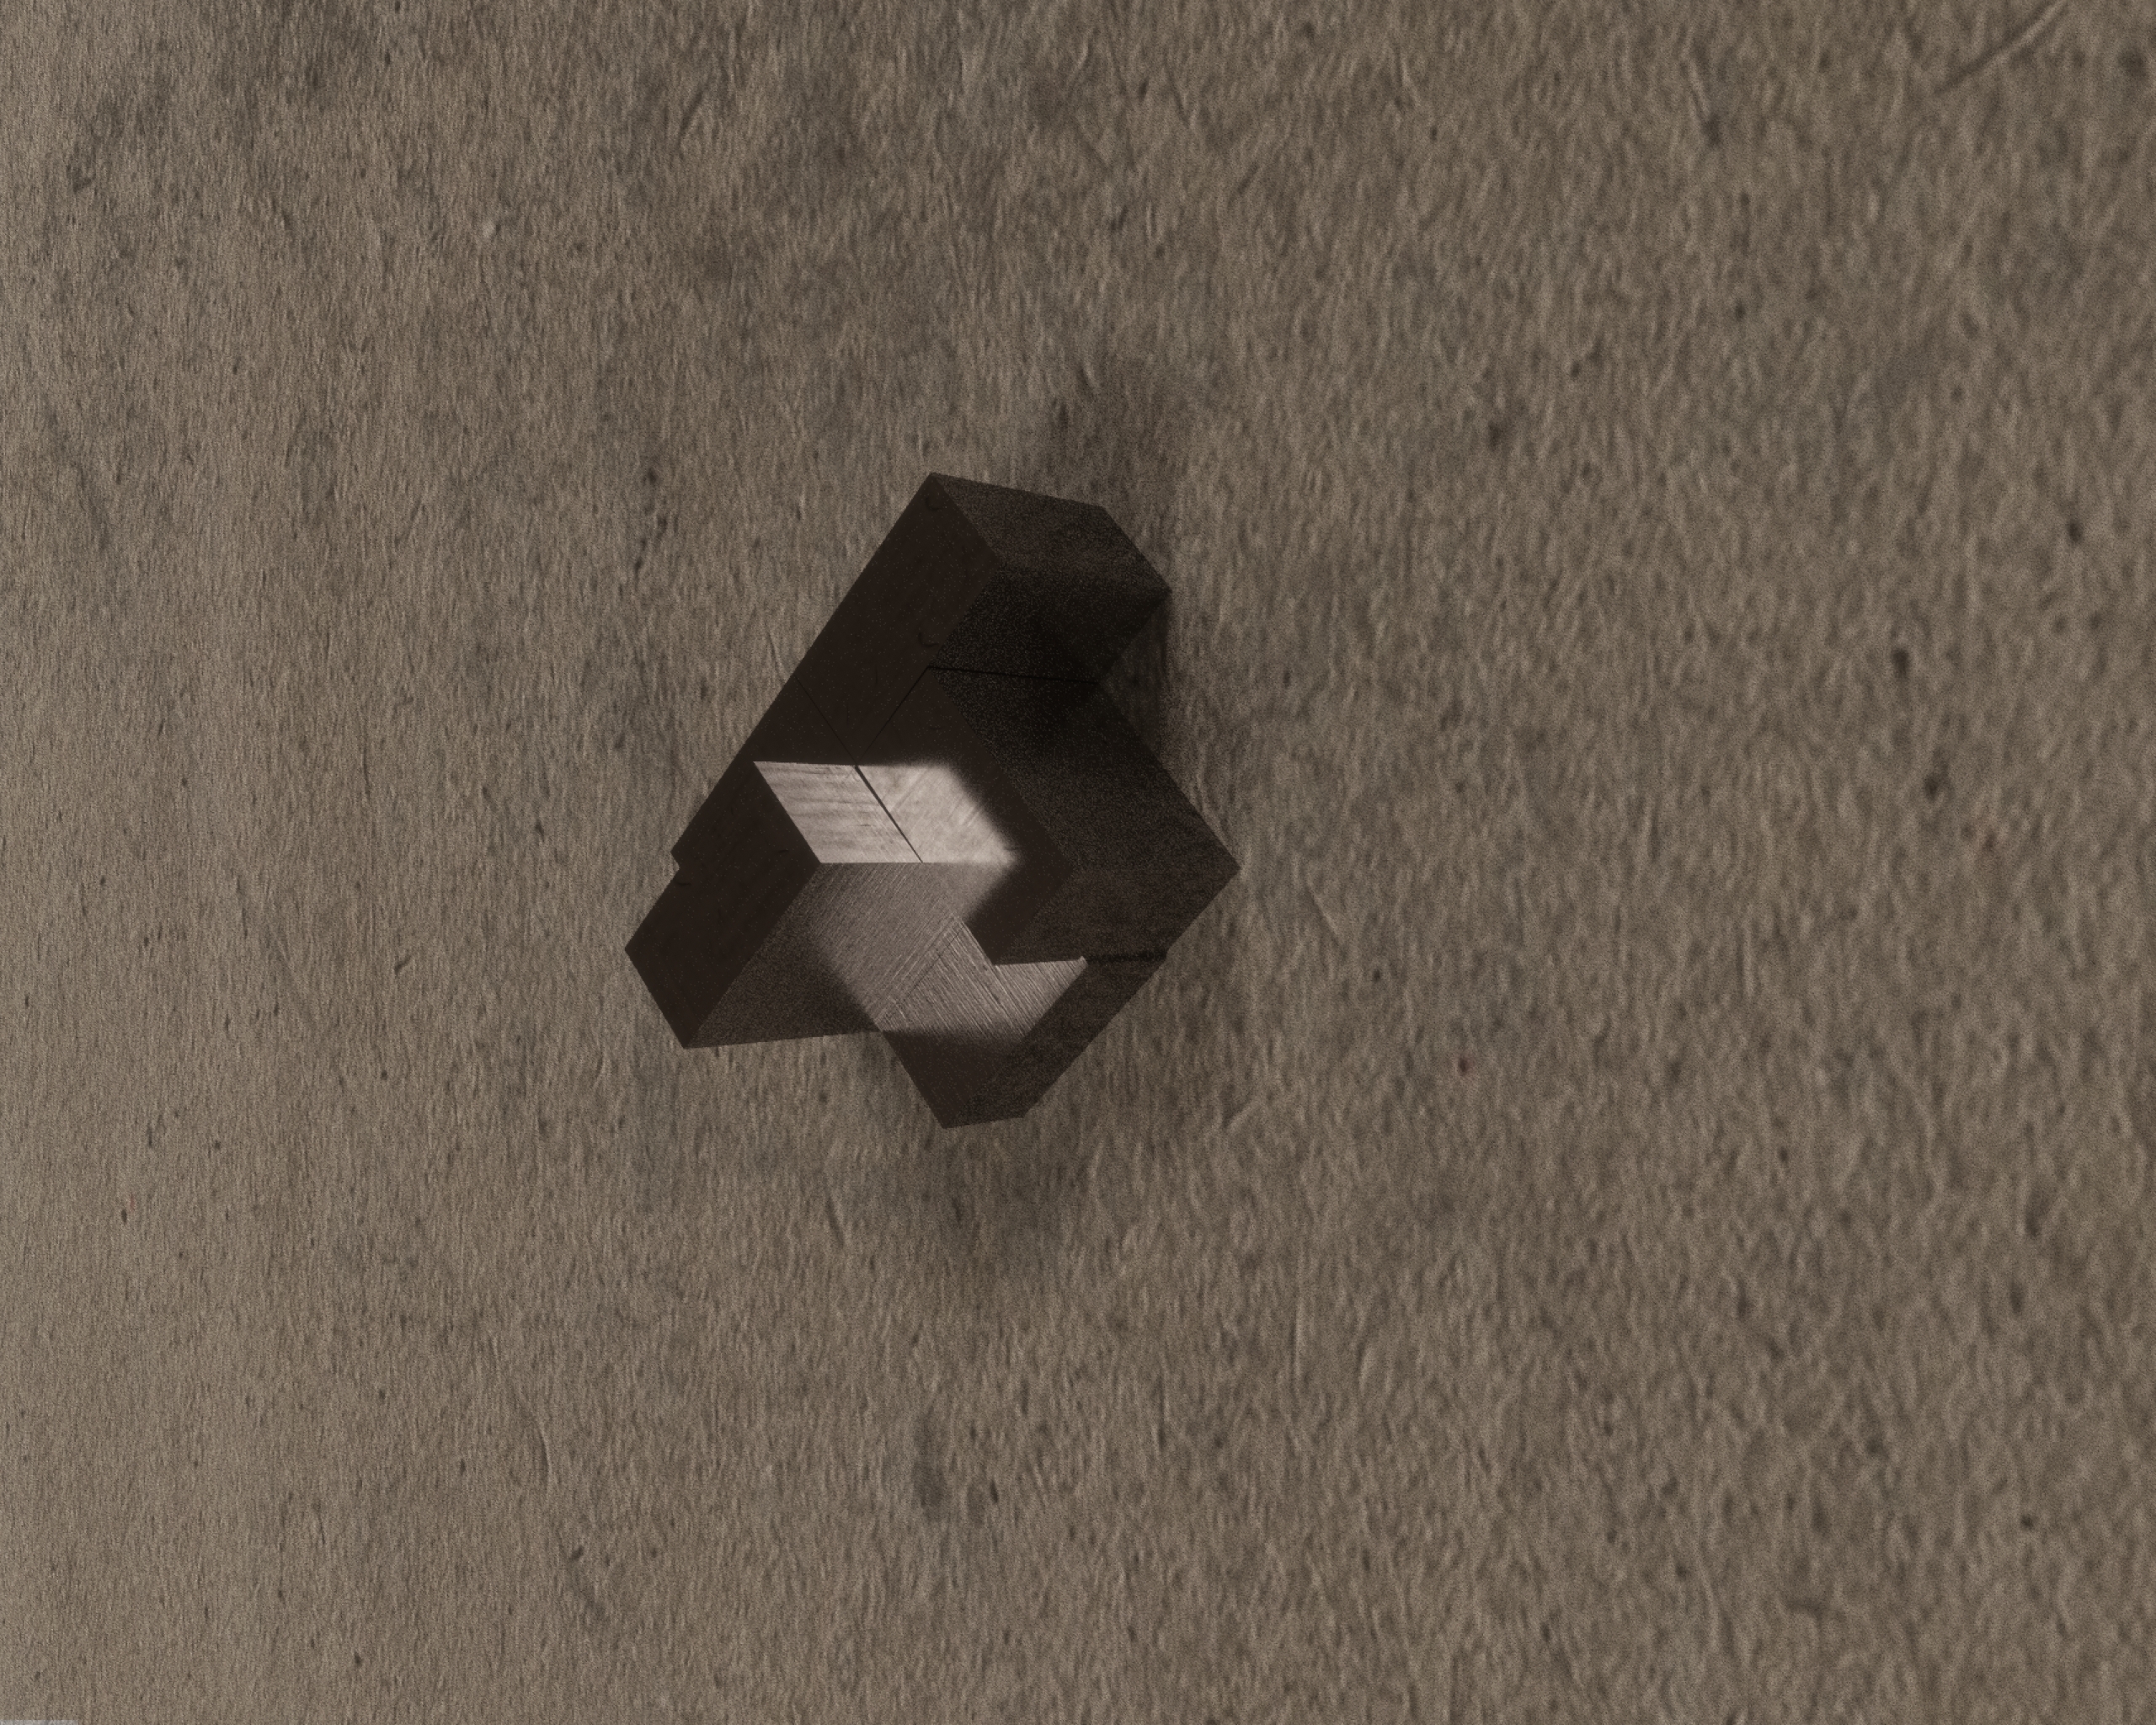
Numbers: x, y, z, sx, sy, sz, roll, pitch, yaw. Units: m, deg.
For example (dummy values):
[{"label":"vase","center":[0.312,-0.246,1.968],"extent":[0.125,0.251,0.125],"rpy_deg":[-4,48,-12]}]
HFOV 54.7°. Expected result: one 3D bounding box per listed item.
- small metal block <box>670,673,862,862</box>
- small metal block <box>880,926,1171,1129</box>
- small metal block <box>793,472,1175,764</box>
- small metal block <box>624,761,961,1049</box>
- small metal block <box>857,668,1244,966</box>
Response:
[{"label":"small metal block","center":[-0.046,-0.010,0.425],"extent":[0.050,0.050,0.025],"rpy_deg":[-51,60,28]},{"label":"small metal block","center":[-0.017,0.017,0.419],"extent":[0.050,0.025,0.050],"rpy_deg":[-50,61,28]},{"label":"small metal block","center":[-0.018,-0.045,0.403],"extent":[0.050,0.050,0.025],"rpy_deg":[-51,60,28]},{"label":"small metal block","center":[-0.049,0.008,0.396],"extent":[0.050,0.050,0.025],"rpy_deg":[-51,60,28]},{"label":"small metal block","center":[-0.005,-0.009,0.392],"extent":[0.025,0.050,0.050],"rpy_deg":[-50,61,28]}]
